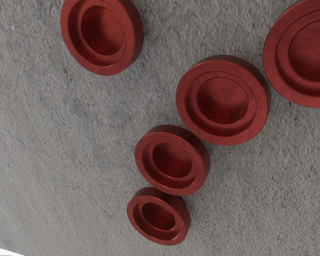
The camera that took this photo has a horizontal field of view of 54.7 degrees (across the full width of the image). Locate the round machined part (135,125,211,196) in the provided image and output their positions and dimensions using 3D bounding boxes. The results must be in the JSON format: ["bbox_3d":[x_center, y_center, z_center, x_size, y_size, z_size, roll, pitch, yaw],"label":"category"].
[{"bbox_3d":[0.020,0.038,0.409,0.098,0.042,0.097,13,124,21],"label":"round machined part"}]

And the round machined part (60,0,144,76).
[{"bbox_3d":[-0.062,-0.114,0.358,0.098,0.042,0.097,13,124,21],"label":"round machined part"}]

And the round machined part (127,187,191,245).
[{"bbox_3d":[0.002,0.129,0.475,0.098,0.042,0.097,13,124,21],"label":"round machined part"}]

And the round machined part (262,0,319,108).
[{"bbox_3d":[0.146,-0.070,0.276,0.098,0.042,0.097,13,124,21],"label":"round machined part"}]

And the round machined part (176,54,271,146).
[{"bbox_3d":[0.070,-0.033,0.338,0.098,0.042,0.097,13,124,21],"label":"round machined part"}]
